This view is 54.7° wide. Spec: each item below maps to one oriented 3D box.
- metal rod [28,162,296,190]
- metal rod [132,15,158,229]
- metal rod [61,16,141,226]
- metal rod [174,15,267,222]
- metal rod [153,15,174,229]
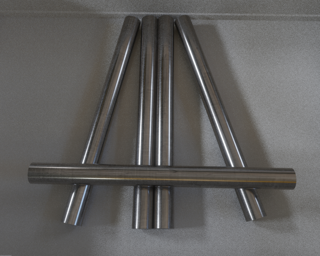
[{"bbox_3d":[0.002,0.056,0.360,0.302,0.025,0.025,1,70,0],"label":"metal rod"},{"bbox_3d":[-0.018,-0.022,0.416,0.025,0.025,0.299,1,70,0],"label":"metal rod"},{"bbox_3d":[-0.073,-0.024,0.416,0.025,0.025,0.299,12,70,4],"label":"metal rod"},{"bbox_3d":[0.074,-0.027,0.419,0.025,0.025,0.299,-15,71,-5],"label":"metal rod"},{"bbox_3d":[0.007,-0.022,0.416,0.025,0.025,0.299,1,70,0],"label":"metal rod"}]
